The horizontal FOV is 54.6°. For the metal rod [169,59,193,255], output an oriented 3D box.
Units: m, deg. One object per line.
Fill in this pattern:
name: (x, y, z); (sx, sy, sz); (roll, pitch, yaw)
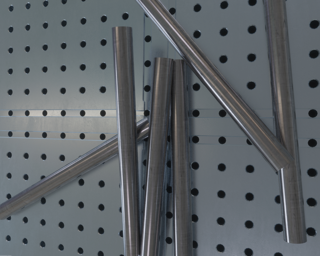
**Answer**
metal rod: (0.027, 0.062, 0.403); (0.025, 0.025, 0.298); (-2, 89, 20)

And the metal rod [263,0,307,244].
metal rod: (0.144, -0.020, 0.361); (0.025, 0.025, 0.298); (-5, 88, 20)

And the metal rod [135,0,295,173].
metal rod: (0.052, -0.075, 0.381); (0.025, 0.025, 0.299); (-41, 72, 15)

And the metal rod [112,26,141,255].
metal rod: (-0.042, 0.025, 0.402); (0.025, 0.025, 0.298); (2, 100, 20)

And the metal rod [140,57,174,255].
metal rod: (-0.006, 0.062, 0.402); (0.025, 0.025, 0.298); (6, 97, 20)

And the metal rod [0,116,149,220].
metal rod: (-0.134, 0.066, 0.460); (0.300, 0.025, 0.025); (-30, 80, 17)
